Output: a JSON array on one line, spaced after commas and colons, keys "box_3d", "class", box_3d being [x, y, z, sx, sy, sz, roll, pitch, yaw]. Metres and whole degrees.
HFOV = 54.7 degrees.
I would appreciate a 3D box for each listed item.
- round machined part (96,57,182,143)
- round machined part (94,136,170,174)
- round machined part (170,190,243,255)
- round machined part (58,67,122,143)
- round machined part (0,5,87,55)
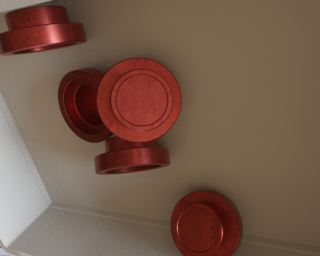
[{"box_3d": [-0.023, -0.032, 0.354, 0.099, 0.042, 0.097, -1, 94, -11], "class": "round machined part"}, {"box_3d": [-0.037, 0.034, 0.413, 0.098, 0.099, 0.042, -16, 75, 34], "class": "round machined part"}, {"box_3d": [0.058, 0.134, 0.417, 0.098, 0.042, 0.097, -5, 79, 28], "class": "round machined part"}, {"box_3d": [-0.086, -0.033, 0.413, 0.098, 0.042, 0.097, 14, 118, 30], "class": "round machined part"}, {"box_3d": [-0.140, -0.115, 0.364, 0.098, 0.099, 0.042, -2, 106, 29], "class": "round machined part"}]
